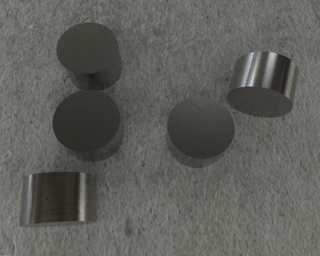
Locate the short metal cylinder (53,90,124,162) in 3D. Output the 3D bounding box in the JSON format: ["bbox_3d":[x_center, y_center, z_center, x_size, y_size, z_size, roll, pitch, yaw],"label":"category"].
[{"bbox_3d":[-0.088,-0.001,0.394,0.081,0.050,0.080,0,70,0],"label":"short metal cylinder"}]

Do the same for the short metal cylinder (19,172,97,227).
[{"bbox_3d":[-0.112,0.082,0.348,0.081,0.080,0.050,-4,70,-2],"label":"short metal cylinder"}]

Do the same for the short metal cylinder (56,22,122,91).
[{"bbox_3d":[-0.095,-0.097,0.429,0.081,0.050,0.080,0,70,0],"label":"short metal cylinder"}]

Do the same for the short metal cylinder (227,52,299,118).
[{"bbox_3d":[0.132,-0.054,0.400,0.080,0.080,0.050,16,71,5],"label":"short metal cylinder"}]

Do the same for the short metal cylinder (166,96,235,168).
[{"bbox_3d":[0.049,0.006,0.393,0.081,0.050,0.080,0,70,0],"label":"short metal cylinder"}]
